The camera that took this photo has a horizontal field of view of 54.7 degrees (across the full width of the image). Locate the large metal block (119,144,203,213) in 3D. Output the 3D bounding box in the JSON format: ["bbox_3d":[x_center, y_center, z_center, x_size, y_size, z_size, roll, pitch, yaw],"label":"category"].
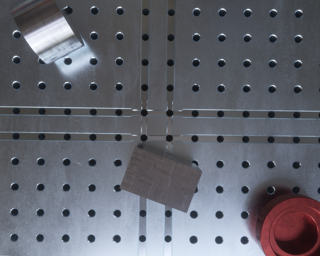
[{"bbox_3d":[0.001,0.058,0.386,0.080,0.080,0.050,21,90,0],"label":"large metal block"}]

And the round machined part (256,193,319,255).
[{"bbox_3d":[0.174,0.134,0.406,0.099,0.042,0.097,0,90,0],"label":"round machined part"}]

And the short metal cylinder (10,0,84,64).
[{"bbox_3d":[-0.137,-0.127,0.385,0.050,0.080,0.080,-28,90,0],"label":"short metal cylinder"}]
